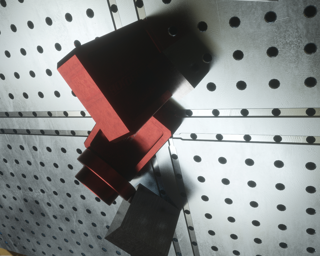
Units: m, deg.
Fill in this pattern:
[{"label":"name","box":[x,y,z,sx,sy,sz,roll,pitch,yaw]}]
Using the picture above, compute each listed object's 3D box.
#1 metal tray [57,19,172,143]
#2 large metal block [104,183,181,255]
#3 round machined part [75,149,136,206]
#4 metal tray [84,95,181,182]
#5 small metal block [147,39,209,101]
[{"label":"metal tray","box":[-0.032,-0.055,0.325,0.030,0.131,0.090,-25,105,36]},{"label":"large metal block","box":[-0.024,0.145,0.468,0.080,0.080,0.050,37,130,-10]},{"label":"round machined part","box":[-0.087,0.078,0.462,0.098,0.042,0.098,37,164,13]},{"label":"metal tray","box":[-0.043,0.009,0.434,0.090,0.030,0.129,40,129,0]},{"label":"small metal block","box":[0.021,-0.065,0.343,0.050,0.050,0.025,48,129,-6]}]
